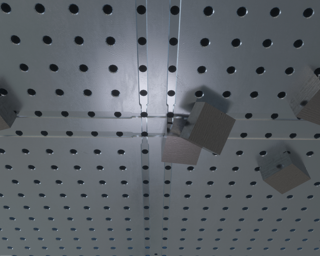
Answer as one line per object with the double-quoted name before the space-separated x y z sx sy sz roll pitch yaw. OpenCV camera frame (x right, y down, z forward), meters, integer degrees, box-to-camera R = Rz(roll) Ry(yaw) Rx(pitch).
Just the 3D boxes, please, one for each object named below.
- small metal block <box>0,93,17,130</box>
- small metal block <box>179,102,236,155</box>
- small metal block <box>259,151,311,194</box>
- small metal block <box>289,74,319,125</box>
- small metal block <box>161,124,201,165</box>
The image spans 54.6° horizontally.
"small metal block" -0.221 -0.021 0.392 0.050 0.025 0.050 -12 129 10
"small metal block" 0.061 0.000 0.395 0.050 0.025 0.050 27 84 -21
"small metal block" 0.189 0.069 0.472 0.050 0.025 0.050 35 122 -26
"small metal block" 0.201 -0.033 0.385 0.050 0.025 0.050 17 128 -14
"small metal block" 0.030 0.024 0.432 0.050 0.025 0.050 6 130 -6
